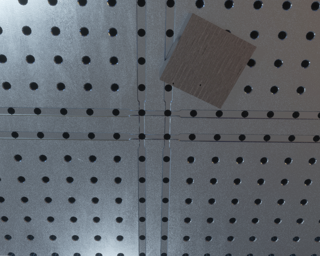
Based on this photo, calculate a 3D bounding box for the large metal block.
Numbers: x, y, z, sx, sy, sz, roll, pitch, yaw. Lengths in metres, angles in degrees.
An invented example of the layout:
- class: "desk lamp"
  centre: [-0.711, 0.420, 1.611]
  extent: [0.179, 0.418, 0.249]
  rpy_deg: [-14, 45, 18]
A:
- class: "large metal block"
  centre: [0.053, -0.081, 0.371]
  extent: [0.080, 0.050, 0.080]
  rpy_deg: [25, 108, -9]
